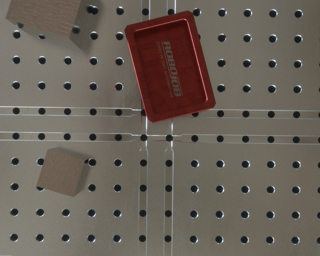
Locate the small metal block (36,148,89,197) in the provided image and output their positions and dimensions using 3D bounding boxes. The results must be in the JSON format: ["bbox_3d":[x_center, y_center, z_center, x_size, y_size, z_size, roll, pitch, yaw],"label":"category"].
[{"bbox_3d":[-0.128,0.058,0.412,0.050,0.025,0.050,17,90,0],"label":"small metal block"}]

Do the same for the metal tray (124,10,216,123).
[{"bbox_3d":[0.013,-0.078,0.410,0.091,0.030,0.129,-14,90,0],"label":"metal tray"}]

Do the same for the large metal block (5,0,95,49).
[{"bbox_3d":[-0.136,-0.159,0.400,0.080,0.050,0.080,18,90,0],"label":"large metal block"}]
